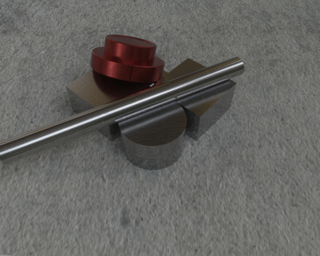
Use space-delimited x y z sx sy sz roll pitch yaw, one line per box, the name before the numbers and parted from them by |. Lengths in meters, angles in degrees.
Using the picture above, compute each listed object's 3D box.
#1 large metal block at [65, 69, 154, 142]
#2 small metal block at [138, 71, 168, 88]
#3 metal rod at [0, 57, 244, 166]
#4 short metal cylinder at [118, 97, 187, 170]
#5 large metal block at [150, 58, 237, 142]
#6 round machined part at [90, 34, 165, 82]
large metal block | -0.065 -0.041 0.420 0.080 0.050 0.080 35 58 25
small metal block | -0.011 -0.063 0.457 0.050 0.025 0.050 35 58 25
metal rod | -0.030 -0.028 0.362 0.302 0.025 0.025 -22 54 -18
short metal cylinder | -0.009 0.005 0.383 0.081 0.050 0.080 0 50 0
large metal block | 0.044 -0.041 0.424 0.080 0.050 0.080 34 58 25
round machined part | -0.042 -0.097 0.417 0.099 0.042 0.098 10 24 -4
